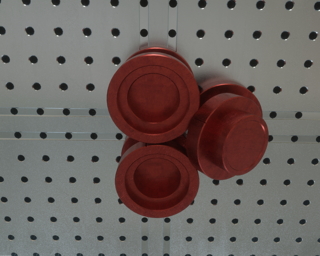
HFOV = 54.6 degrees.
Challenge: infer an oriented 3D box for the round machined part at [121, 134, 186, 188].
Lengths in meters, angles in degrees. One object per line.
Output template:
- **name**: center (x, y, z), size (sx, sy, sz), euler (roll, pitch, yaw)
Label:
- **round machined part**: center (-0.004, 0.042, 0.420), size (0.099, 0.042, 0.097), euler (0, 110, 0)

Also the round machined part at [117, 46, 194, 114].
- **round machined part**: center (-0.005, -0.050, 0.387), size (0.099, 0.042, 0.097), euler (0, 110, 0)

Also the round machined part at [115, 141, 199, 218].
- **round machined part**: center (-0.003, 0.057, 0.380), size (0.099, 0.042, 0.097), euler (0, 110, 0)

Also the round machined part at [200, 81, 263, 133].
- **round machined part**: center (0.084, -0.009, 0.402), size (0.099, 0.042, 0.097), euler (0, 110, 0)

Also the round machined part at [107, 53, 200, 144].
- **round machined part**: center (-0.007, -0.035, 0.346), size (0.099, 0.042, 0.097), euler (0, 110, 0)

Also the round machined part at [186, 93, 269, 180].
- **round machined part**: center (0.081, 0.013, 0.342), size (0.099, 0.042, 0.097), euler (-12, 113, -30)
